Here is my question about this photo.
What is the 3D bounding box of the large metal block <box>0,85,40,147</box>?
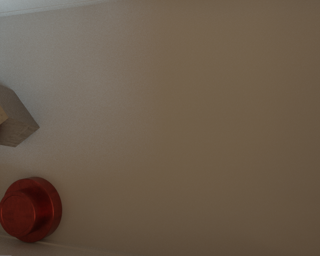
[{"bbox_3d":[-0.239,-0.022,0.458,0.050,0.080,0.080,-39,78,0],"label":"large metal block"}]

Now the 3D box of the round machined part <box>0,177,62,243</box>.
[{"bbox_3d":[-0.203,0.126,0.471,0.098,0.042,0.097,0,90,19],"label":"round machined part"}]
